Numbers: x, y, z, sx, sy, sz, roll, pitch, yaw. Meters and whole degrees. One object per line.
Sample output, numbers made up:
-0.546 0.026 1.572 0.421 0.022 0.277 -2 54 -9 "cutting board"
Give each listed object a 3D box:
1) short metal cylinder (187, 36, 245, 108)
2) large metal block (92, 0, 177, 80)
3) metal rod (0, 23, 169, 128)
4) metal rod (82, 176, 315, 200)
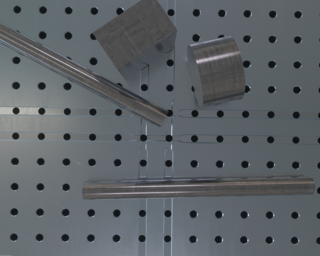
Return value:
0.068 -0.069 0.386 0.050 0.080 0.080 -13 90 0 "short metal cylinder"
-0.028 -0.108 0.386 0.080 0.080 0.050 -34 90 0 "large metal block"
-0.127 -0.081 0.412 0.301 0.025 0.025 28 90 0 "metal rod"
0.051 0.080 0.413 0.302 0.025 0.025 -1 90 0 "metal rod"
